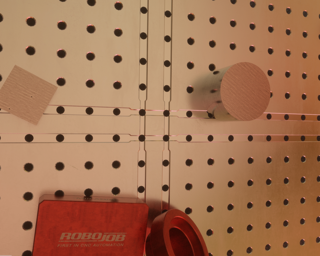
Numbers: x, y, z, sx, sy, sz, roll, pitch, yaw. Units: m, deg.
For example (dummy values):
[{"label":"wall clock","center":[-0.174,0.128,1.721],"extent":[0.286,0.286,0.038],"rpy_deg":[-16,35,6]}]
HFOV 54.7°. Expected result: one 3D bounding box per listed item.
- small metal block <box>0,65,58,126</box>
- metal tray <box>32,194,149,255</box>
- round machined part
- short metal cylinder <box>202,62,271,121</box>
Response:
[{"label":"small metal block","center":[-0.154,-0.036,0.356],"extent":[0.050,0.025,0.050],"rpy_deg":[29,80,-18]},{"label":"metal tray","center":[-0.084,0.132,0.380],"extent":[0.131,0.030,0.089],"rpy_deg":[7,88,-20]},{"label":"round machined part","center":[0.019,0.157,0.393],"extent":[0.042,0.098,0.098],"rpy_deg":[-33,104,23]},{"label":"short metal cylinder","center":[0.108,-0.049,0.441],"extent":[0.081,0.050,0.079],"rpy_deg":[0,90,-20]}]
